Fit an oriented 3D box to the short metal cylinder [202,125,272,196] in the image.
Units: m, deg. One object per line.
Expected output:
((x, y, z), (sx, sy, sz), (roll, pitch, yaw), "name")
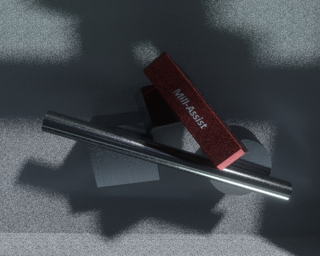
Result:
((0.100, 0.042, 0.413), (0.081, 0.050, 0.079), (0, 110, -1), "short metal cylinder")

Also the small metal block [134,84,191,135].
((0.003, -0.024, 0.365), (0.050, 0.025, 0.050), (-13, 76, -24), "small metal block")

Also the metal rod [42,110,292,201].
((0.014, 0.035, 0.369), (0.302, 0.025, 0.025), (17, 109, -7), "metal rod")

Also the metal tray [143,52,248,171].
((0.043, -0.017, 0.343), (0.030, 0.090, 0.130), (-39, 76, 12), "metal tray")

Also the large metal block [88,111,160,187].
((-0.046, 0.026, 0.406), (0.080, 0.050, 0.079), (-7, 110, 2), "large metal block")
